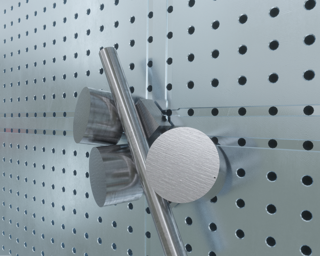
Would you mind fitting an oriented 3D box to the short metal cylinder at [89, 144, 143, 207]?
[{"bbox_3d":[-0.061,0.063,0.421,0.080,0.050,0.079,15,107,61],"label":"short metal cylinder"}]

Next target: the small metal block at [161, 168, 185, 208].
[{"bbox_3d":[0.009,0.072,0.397,0.050,0.025,0.050,-48,62,29],"label":"small metal block"}]

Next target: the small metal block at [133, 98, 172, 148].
[{"bbox_3d":[-0.020,-0.004,0.421,0.050,0.025,0.050,-51,61,28],"label":"small metal block"}]

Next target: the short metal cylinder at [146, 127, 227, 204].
[{"bbox_3d":[0.031,0.044,0.346,0.080,0.050,0.080,-6,74,19],"label":"short metal cylinder"}]

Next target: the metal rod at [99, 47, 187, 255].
[{"bbox_3d":[-0.024,0.029,0.391,0.025,0.025,0.299,-32,70,35],"label":"metal rod"}]

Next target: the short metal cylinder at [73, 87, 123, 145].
[{"bbox_3d":[-0.088,-0.015,0.443,0.080,0.050,0.080,-25,60,56],"label":"short metal cylinder"}]
